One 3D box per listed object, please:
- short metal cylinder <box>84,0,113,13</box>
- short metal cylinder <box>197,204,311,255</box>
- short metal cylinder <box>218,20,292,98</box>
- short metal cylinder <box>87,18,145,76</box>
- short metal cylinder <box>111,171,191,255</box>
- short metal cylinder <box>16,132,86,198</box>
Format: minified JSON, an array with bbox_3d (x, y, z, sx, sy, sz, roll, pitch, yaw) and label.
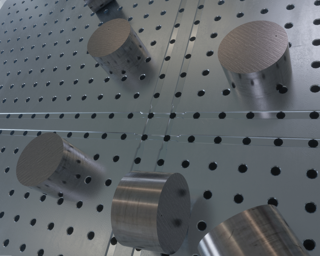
[{"bbox_3d":[-0.134,-0.278,0.614,0.050,0.080,0.080,-33,52,7],"label":"short metal cylinder"},{"bbox_3d":[0.079,0.110,0.264,0.080,0.080,0.050,-33,52,7],"label":"short metal cylinder"},{"bbox_3d":[0.118,-0.085,0.382,0.080,0.050,0.080,-13,56,21],"label":"short metal cylinder"},{"bbox_3d":[-0.072,-0.133,0.511,0.080,0.050,0.080,-13,56,21],"label":"short metal cylinder"},{"bbox_3d":[-0.007,0.086,0.324,0.050,0.080,0.080,-1,61,28],"label":"short metal cylinder"},{"bbox_3d":[-0.154,0.053,0.440,0.080,0.050,0.080,-13,56,21],"label":"short metal cylinder"}]
